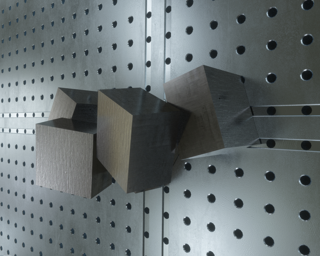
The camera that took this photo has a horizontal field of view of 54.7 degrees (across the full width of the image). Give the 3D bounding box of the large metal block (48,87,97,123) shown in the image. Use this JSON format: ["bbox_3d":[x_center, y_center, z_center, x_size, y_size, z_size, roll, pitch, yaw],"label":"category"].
[{"bbox_3d":[-0.117,-0.011,0.466,0.050,0.081,0.079,37,112,33],"label":"large metal block"}]

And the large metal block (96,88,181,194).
[{"bbox_3d":[-0.027,0.008,0.323,0.080,0.050,0.079,35,126,50],"label":"large metal block"}]

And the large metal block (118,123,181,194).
[{"bbox_3d":[-0.024,0.026,0.410,0.080,0.050,0.079,39,114,32],"label":"large metal block"}]

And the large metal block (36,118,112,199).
[{"bbox_3d":[-0.107,0.035,0.394,0.080,0.050,0.079,9,104,18],"label":"large metal block"}]

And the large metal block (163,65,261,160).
[{"bbox_3d":[0.056,-0.014,0.326,0.050,0.081,0.080,-21,77,38],"label":"large metal block"}]
